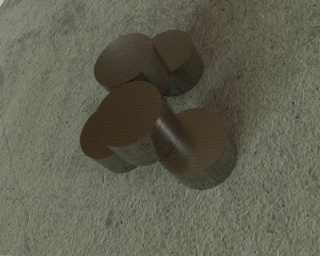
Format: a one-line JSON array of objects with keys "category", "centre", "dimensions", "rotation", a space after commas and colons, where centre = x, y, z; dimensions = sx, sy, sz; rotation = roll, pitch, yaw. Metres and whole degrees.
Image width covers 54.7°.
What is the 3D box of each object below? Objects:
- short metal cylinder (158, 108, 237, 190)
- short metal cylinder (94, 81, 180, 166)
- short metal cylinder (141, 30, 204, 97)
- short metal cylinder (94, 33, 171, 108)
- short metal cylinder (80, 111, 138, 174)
[{"category": "short metal cylinder", "centre": [0.042, 0.024, 0.352], "dimensions": [0.080, 0.050, 0.080], "rotation": [-13, 56, 21]}, {"category": "short metal cylinder", "centre": [-0.024, -0.005, 0.340], "dimensions": [0.080, 0.050, 0.080], "rotation": [-13, 56, 20]}, {"category": "short metal cylinder", "centre": [0.016, -0.091, 0.437], "dimensions": [0.080, 0.050, 0.080], "rotation": [-13, 56, 21]}, {"category": "short metal cylinder", "centre": [-0.034, -0.070, 0.385], "dimensions": [0.080, 0.050, 0.080], "rotation": [-13, 56, 21]}, {"category": "short metal cylinder", "centre": [-0.057, 0.014, 0.411], "dimensions": [0.080, 0.050, 0.080], "rotation": [-13, 56, 21]}]
